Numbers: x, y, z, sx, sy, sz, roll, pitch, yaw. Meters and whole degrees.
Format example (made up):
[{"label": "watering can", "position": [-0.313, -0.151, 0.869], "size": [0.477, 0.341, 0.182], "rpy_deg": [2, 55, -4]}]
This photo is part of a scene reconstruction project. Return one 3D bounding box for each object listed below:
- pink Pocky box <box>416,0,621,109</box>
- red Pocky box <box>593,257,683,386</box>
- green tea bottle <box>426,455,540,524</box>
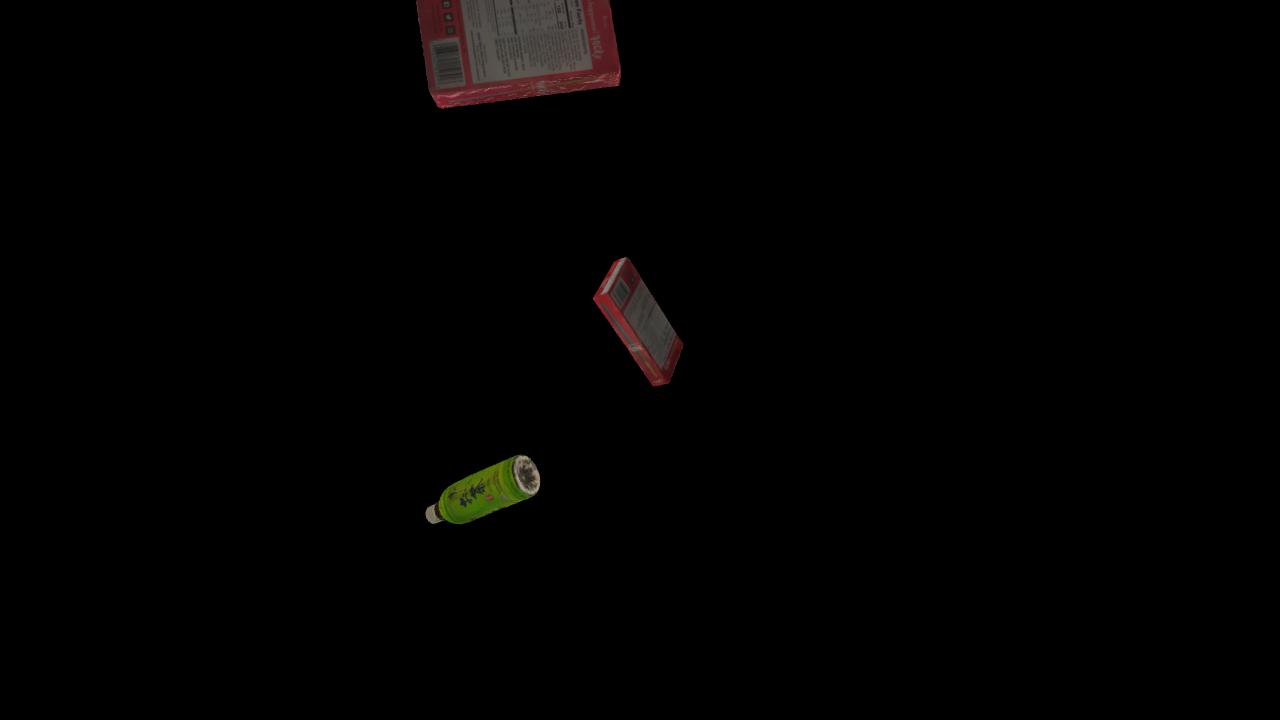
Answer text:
[{"label": "pink Pocky box", "position": [-0.098, -0.260, 0.505], "size": [0.155, 0.084, 0.029], "rpy_deg": [-9, -4, -3]}, {"label": "red Pocky box", "position": [0.001, -0.047, 0.793], "size": [0.028, 0.155, 0.083], "rpy_deg": [-15, 34, 32]}, {"label": "green tea bottle", "position": [-0.261, 0.219, 0.996], "size": [0.212, 0.073, 0.073], "rpy_deg": [-26, -11, 24]}]
